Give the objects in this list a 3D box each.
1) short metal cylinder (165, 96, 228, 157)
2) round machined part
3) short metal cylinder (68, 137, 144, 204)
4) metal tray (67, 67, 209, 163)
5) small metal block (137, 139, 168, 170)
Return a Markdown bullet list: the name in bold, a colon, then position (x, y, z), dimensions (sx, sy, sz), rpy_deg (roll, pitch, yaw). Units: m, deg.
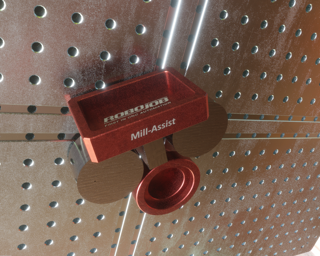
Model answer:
- **short metal cylinder**: position (0.041, -0.008, 0.408), dimensions (0.081, 0.050, 0.079), rpy_deg (-14, 124, -21)
- **round machined part**: position (0.005, 0.074, 0.443), dimensions (0.099, 0.042, 0.097), rpy_deg (-14, 124, -21)
- **short metal cylinder**: position (-0.067, 0.046, 0.382), dimensions (0.081, 0.050, 0.079), rpy_deg (-14, 124, -21)
- **metal tray**: position (-0.025, -0.021, 0.337), dimensions (0.131, 0.090, 0.030), rpy_deg (-21, 127, -15)
- **small metal block**: position (-0.016, 0.016, 0.391), dimensions (0.025, 0.050, 0.050), rpy_deg (-23, 127, -15)
